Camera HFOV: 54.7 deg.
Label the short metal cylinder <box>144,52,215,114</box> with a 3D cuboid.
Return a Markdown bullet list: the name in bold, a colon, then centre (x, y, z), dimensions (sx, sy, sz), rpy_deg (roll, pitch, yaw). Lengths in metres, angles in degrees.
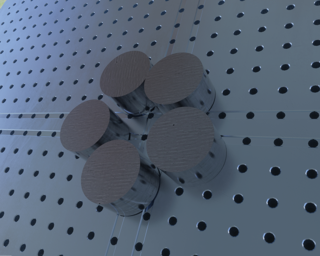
- **short metal cylinder**: centre (0.026, -0.052, 0.409), dimensions (0.080, 0.050, 0.080), rpy_deg (-13, 56, 21)

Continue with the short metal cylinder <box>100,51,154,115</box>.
- **short metal cylinder**: centre (-0.040, -0.065, 0.452), dimensions (0.080, 0.050, 0.080), rpy_deg (-13, 56, 21)

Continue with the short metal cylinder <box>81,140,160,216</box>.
- **short metal cylinder**: centre (-0.048, 0.061, 0.378), dimensions (0.080, 0.050, 0.080), rpy_deg (-14, 55, 21)

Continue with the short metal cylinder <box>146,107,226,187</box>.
- **short metal cylinder**: centre (0.031, 0.022, 0.361), dimensions (0.080, 0.050, 0.080), rpy_deg (-13, 58, 21)

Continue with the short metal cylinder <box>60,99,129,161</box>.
- **short metal cylinder**: centre (-0.091, 0.007, 0.436), dimensions (0.080, 0.050, 0.080), rpy_deg (-13, 57, 21)
